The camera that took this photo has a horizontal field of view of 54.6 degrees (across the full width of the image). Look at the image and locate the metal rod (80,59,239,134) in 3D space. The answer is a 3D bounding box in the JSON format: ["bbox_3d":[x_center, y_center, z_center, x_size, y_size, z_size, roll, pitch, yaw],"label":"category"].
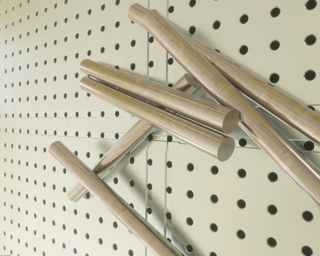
[{"bbox_3d":[-0.026,-0.054,0.405,0.300,0.025,0.025,27,107,45],"label":"metal rod"}]

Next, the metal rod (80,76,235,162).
[{"bbox_3d":[-0.029,-0.026,0.403,0.300,0.025,0.025,27,107,46],"label":"metal rod"}]

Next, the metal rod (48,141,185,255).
[{"bbox_3d":[-0.061,0.109,0.438,0.300,0.025,0.025,35,112,27],"label":"metal rod"}]

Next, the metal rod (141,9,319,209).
[{"bbox_3d":[0.078,-0.024,0.322,0.300,0.025,0.025,50,120,20],"label":"metal rod"}]

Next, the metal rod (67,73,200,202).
[{"bbox_3d":[-0.054,0.030,0.455,0.299,0.025,0.025,-43,64,31],"label":"metal rod"}]

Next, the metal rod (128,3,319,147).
[{"bbox_3d":[0.059,-0.078,0.361,0.300,0.025,0.025,42,116,32],"label":"metal rod"}]
